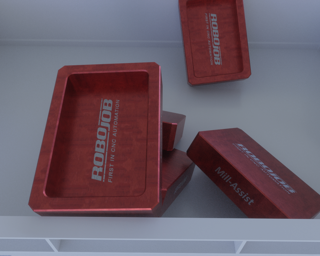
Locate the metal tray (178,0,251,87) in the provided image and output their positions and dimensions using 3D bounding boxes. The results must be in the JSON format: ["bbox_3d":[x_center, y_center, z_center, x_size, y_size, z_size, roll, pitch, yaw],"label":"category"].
[{"bbox_3d":[0.079,-0.131,0.456,0.091,0.030,0.129,-7,92,2],"label":"metal tray"}]

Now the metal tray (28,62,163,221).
[{"bbox_3d":[-0.044,0.006,0.253,0.091,0.030,0.130,-1,60,3],"label":"metal tray"}]

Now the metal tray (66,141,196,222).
[{"bbox_3d":[-0.020,0.041,0.317,0.090,0.030,0.130,19,12,15],"label":"metal tray"}]

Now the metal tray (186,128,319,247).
[{"bbox_3d":[0.102,0.052,0.331,0.091,0.030,0.130,-4,41,-47],"label":"metal tray"}]

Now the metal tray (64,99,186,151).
[{"bbox_3d":[-0.040,-0.009,0.375,0.131,0.030,0.090,12,10,9],"label":"metal tray"}]
